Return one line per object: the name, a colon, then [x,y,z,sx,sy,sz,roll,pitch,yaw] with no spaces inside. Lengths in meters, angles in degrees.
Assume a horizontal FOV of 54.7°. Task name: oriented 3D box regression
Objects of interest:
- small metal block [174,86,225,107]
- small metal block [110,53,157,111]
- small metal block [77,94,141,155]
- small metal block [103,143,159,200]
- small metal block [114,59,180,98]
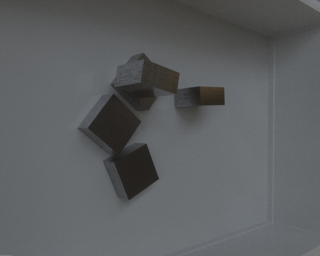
small metal block: [0.056,-0.044,0.439,0.050,0.050,0.025,-4,93,-40]
small metal block: [-0.025,-0.057,0.387,0.050,0.025,0.050,46,62,-30]
small metal block: [-0.058,-0.004,0.360,0.050,0.025,0.050,47,62,-30]
small metal block: [-0.034,0.052,0.380,0.050,0.025,0.050,-30,109,-36]
small metal block: [-0.015,-0.054,0.347,0.050,0.050,0.025,13,82,-39]
